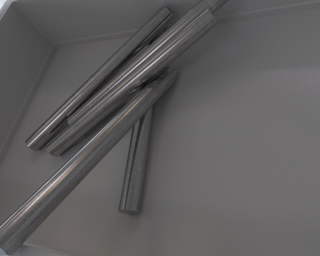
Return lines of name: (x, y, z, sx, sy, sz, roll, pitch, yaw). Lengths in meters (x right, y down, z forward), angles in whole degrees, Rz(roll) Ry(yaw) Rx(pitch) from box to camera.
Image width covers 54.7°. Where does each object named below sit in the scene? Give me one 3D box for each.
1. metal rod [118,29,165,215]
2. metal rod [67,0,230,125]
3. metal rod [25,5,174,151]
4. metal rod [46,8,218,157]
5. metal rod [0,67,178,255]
metal rod: (-0.020, -0.032, 0.435, 0.025, 0.025, 0.299, -7, 58, 24)
metal rod: (-0.021, -0.095, 0.439, 0.300, 0.025, 0.025, -38, 50, 16)
metal rod: (-0.096, -0.073, 0.482, 0.300, 0.025, 0.025, -43, 51, 6)
metal rod: (-0.049, -0.054, 0.430, 0.300, 0.025, 0.025, -37, 50, 16)
metal rod: (-0.060, 0.011, 0.352, 0.025, 0.025, 0.301, 9, 41, 32)
